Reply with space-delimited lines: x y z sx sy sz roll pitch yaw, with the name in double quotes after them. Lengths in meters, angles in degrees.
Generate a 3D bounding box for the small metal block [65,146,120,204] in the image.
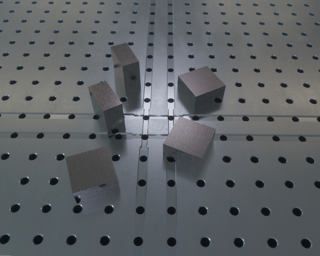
-0.078 0.054 0.362 0.050 0.025 0.050 -15 52 -13 "small metal block"

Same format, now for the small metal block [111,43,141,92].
-0.051 -0.092 0.468 0.025 0.050 0.050 -20 53 -16 "small metal block"

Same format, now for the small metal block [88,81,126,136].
-0.070 -0.026 0.413 0.025 0.050 0.050 -24 54 -19 "small metal block"

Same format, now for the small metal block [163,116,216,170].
0.037 0.018 0.393 0.050 0.025 0.050 20 53 16 "small metal block"

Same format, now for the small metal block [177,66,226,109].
0.061 -0.061 0.460 0.050 0.025 0.050 -22 53 -17 "small metal block"
